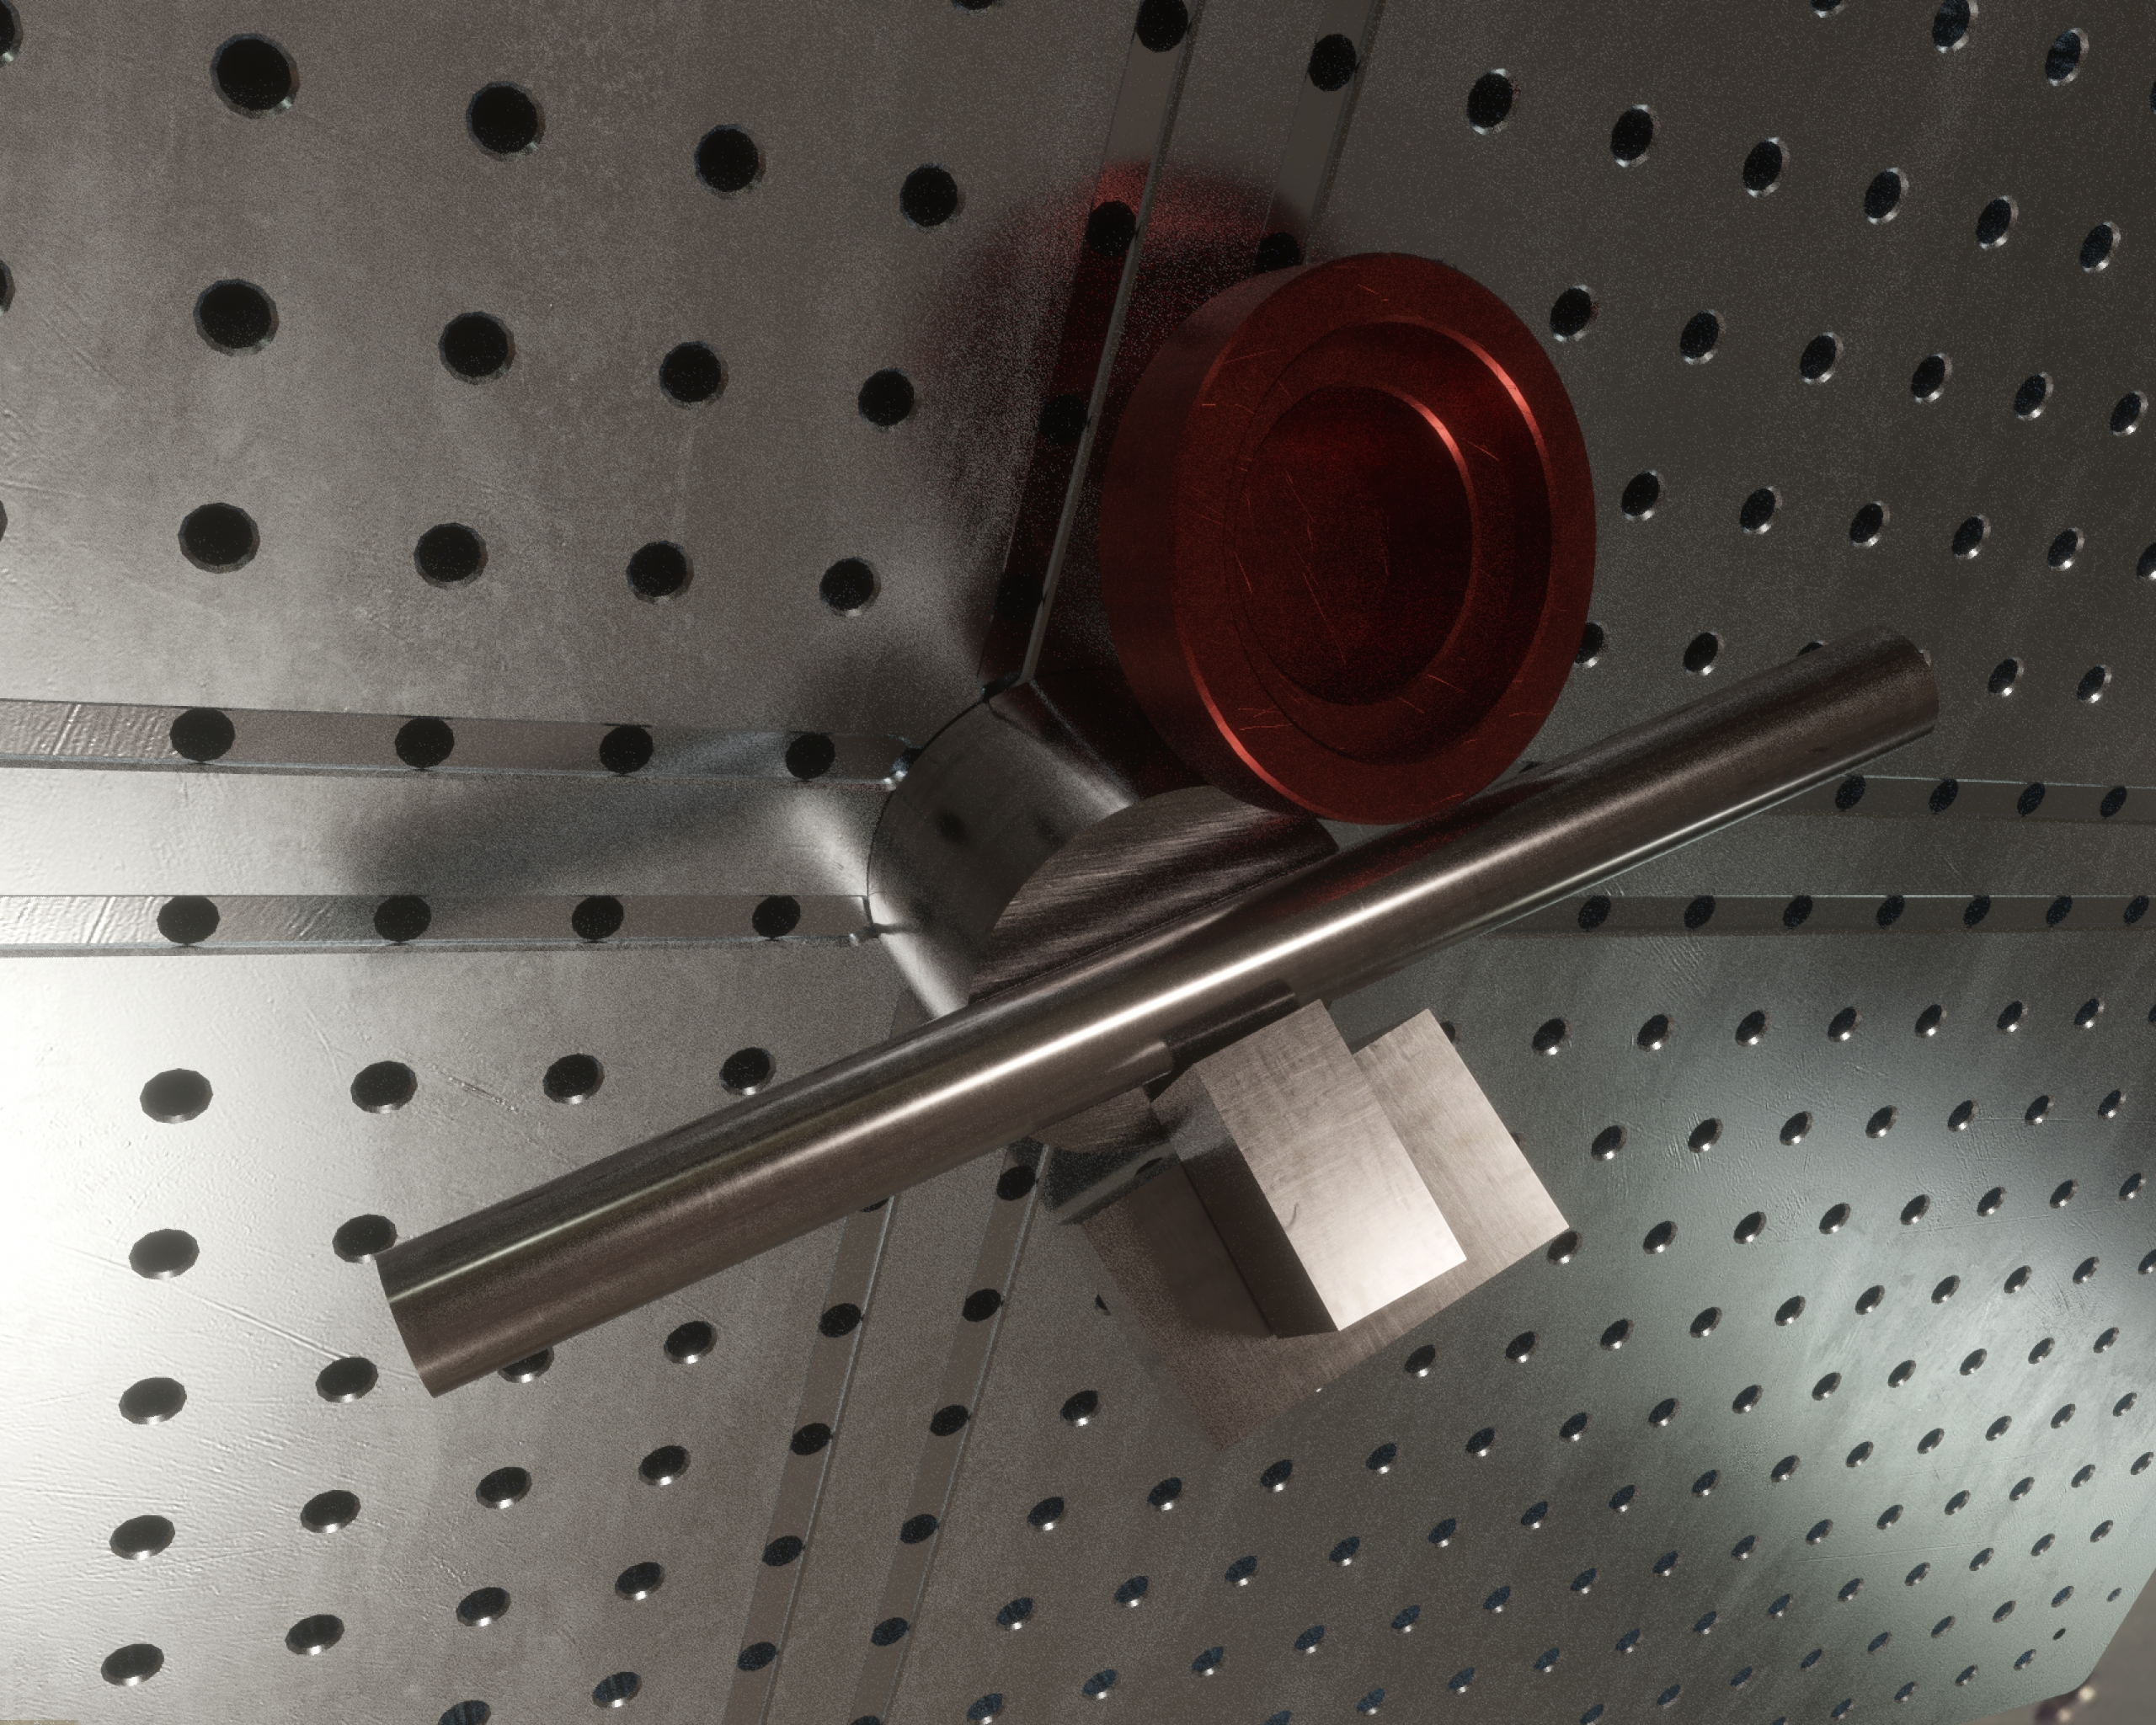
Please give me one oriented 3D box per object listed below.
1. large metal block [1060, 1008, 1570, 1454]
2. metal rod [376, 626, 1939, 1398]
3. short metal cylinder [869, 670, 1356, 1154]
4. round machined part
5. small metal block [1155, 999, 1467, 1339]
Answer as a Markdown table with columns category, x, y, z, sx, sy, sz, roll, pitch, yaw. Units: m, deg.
| category | x | y | z | sx | sy | sz | roll | pitch | yaw |
| --- | --- | --- | --- | --- | --- | --- | --- | --- | --- |
| large metal block | 0.045 | 0.077 | 0.439 | 0.080 | 0.050 | 0.080 | -31 | 173 | -9 |
| metal rod | 0.027 | 0.019 | 0.374 | 0.302 | 0.025 | 0.025 | -22 | 127 | -16 |
| short metal cylinder | 0.006 | 0.009 | 0.405 | 0.081 | 0.050 | 0.079 | -14 | 125 | -21 |
| round machined part | 0.044 | -0.057 | 0.375 | 0.099 | 0.042 | 0.097 | -5 | 99 | -34 |
| small metal block | 0.040 | 0.056 | 0.374 | 0.025 | 0.050 | 0.050 | -26 | 170 | -12 |
